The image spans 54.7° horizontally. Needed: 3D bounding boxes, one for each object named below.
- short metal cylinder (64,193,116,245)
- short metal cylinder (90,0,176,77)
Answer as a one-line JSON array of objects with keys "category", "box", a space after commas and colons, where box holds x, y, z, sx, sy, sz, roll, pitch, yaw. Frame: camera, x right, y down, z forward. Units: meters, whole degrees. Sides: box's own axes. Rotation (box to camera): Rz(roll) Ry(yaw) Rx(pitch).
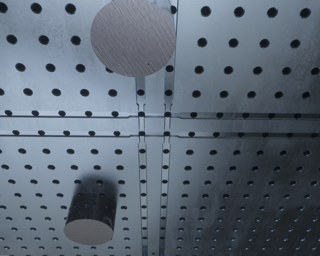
[{"category": "short metal cylinder", "box": [-0.117, 0.156, 0.526, 0.081, 0.050, 0.079, 0, 130, 0]}, {"category": "short metal cylinder", "box": [-0.025, -0.098, 0.311, 0.081, 0.050, 0.079, 0, 130, 0]}]
